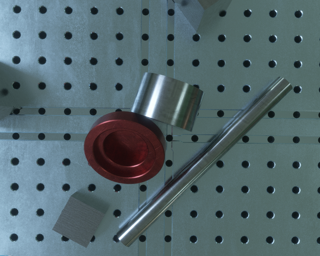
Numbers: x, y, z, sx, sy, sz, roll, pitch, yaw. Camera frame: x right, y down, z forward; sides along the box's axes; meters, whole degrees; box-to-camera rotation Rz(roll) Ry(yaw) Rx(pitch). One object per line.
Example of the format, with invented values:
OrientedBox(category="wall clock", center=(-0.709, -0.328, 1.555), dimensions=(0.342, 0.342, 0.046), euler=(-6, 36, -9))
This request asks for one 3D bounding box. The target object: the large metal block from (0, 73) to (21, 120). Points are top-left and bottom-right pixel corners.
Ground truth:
OrientedBox(category="large metal block", center=(-0.232, -0.049, 0.384), dimensions=(0.050, 0.080, 0.080), euler=(-30, 90, 0))

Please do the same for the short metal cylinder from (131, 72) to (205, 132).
OrientedBox(category="short metal cylinder", center=(0.009, -0.031, 0.386), dimensions=(0.080, 0.080, 0.050), euler=(19, 90, 0))

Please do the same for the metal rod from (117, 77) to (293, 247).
OrientedBox(category="metal rod", center=(0.059, 0.044, 0.413), dimensions=(0.300, 0.025, 0.025), euler=(-44, 90, 0))

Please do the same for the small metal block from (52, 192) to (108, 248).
OrientedBox(category="small metal block", center=(-0.105, 0.121, 0.413), dimensions=(0.050, 0.025, 0.050), euler=(29, 90, 0))

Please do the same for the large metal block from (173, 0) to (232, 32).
OrientedBox(category="large metal block", center=(0.047, -0.179, 0.386), dimensions=(0.050, 0.080, 0.080), euler=(-36, 90, 0))

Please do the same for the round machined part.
OrientedBox(category="round machined part", center=(-0.041, 0.021, 0.390), dimensions=(0.099, 0.042, 0.097), euler=(3, 123, 4))
